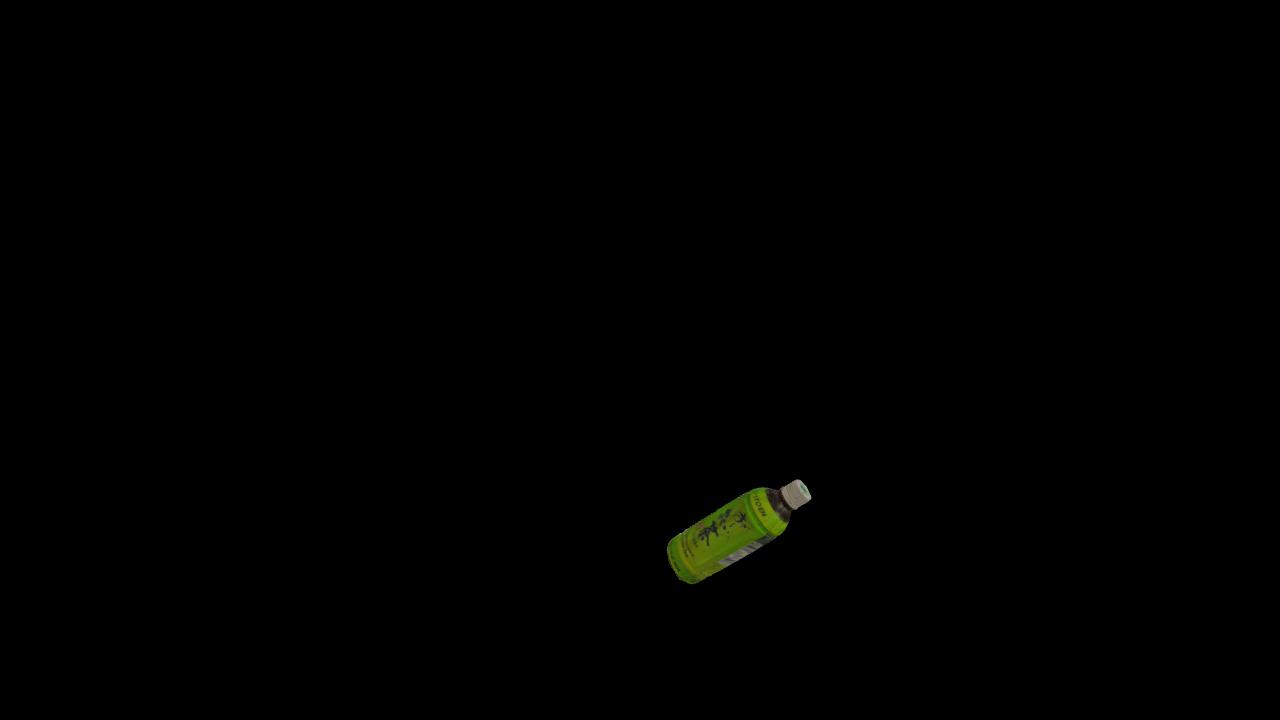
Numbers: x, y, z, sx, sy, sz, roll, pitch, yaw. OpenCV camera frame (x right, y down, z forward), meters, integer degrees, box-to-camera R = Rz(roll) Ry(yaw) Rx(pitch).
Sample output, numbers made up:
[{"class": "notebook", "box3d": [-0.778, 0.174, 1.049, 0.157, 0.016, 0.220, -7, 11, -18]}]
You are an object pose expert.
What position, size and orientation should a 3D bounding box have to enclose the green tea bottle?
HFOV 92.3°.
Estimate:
[{"class": "green tea bottle", "box3d": [0.134, 0.225, 0.823, 0.212, 0.073, 0.073, -37, -16, 23]}]
